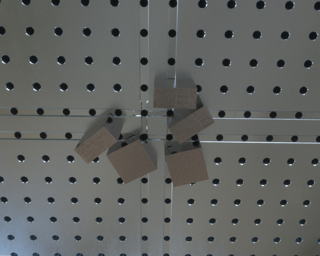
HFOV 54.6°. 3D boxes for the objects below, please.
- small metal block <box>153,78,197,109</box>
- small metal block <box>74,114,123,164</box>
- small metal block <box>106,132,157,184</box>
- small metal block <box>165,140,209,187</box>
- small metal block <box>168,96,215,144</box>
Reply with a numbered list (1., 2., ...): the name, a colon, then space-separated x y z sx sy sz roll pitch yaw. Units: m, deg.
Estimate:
1. small metal block: 0.018 -0.043 0.384 0.050 0.050 0.025 2 110 -1
2. small metal block: -0.079 0.013 0.404 0.050 0.050 0.025 -37 106 12
3. small metal block: -0.038 0.042 0.428 0.050 0.025 0.050 -27 108 9
4. small metal block: 0.037 0.050 0.432 0.050 0.025 0.050 -14 110 5
5. small metal block: 0.038 -0.012 0.396 0.050 0.050 0.025 -33 107 11
